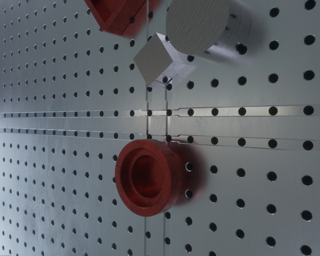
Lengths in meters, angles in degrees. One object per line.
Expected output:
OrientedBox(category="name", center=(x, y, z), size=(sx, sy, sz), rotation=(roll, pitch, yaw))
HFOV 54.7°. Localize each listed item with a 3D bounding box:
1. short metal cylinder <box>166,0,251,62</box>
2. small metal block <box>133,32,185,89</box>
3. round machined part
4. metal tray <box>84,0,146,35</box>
OrientedBox(category="short metal cylinder", center=(0.054, -0.118, 0.349), size=(0.080, 0.050, 0.079), rotation=(0, 90, 40))
OrientedBox(category="small metal block", center=(-0.002, -0.088, 0.411), size=(0.050, 0.025, 0.050), rotation=(-41, 65, 32))
OrientedBox(category="round machined part", center=(-0.011, 0.063, 0.407), size=(0.098, 0.042, 0.097), rotation=(0, 90, 40))
OrientedBox(category="metal tray", center=(-0.055, -0.213, 0.451), size=(0.129, 0.030, 0.090), rotation=(-45, 63, 30))
